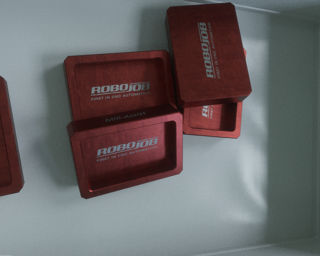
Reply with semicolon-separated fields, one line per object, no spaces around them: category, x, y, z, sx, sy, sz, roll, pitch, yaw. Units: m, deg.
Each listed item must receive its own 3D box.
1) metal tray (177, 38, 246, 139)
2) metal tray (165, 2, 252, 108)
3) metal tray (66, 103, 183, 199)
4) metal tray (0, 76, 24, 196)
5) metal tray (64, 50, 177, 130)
metal tray;0.071;-0.053;0.435;0.091;0.030;0.129;5;88;-20
metal tray;0.060;-0.095;0.404;0.091;0.030;0.129;-7;78;-6
metal tray;-0.038;0.027;0.374;0.131;0.030;0.089;-12;119;-19
metal tray;-0.205;0.013;0.332;0.091;0.030;0.129;-10;93;-20
metal tray;-0.048;-0.047;0.390;0.131;0.030;0.089;-9;93;-20
